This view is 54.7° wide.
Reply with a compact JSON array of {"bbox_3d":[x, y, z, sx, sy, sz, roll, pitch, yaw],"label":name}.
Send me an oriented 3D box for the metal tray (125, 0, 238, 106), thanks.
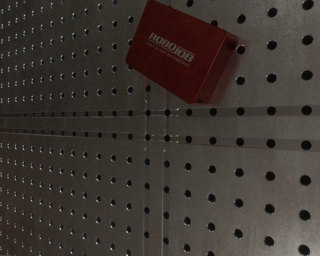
[{"bbox_3d":[0.020,-0.096,0.388,0.130,0.030,0.089,37,112,33],"label":"metal tray"}]
